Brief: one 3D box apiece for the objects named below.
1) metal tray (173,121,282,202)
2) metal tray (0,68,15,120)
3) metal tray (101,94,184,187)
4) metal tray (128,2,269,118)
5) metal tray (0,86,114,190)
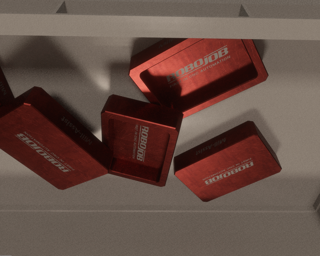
[{"bbox_3d":[0.097,0.053,0.453,0.130,0.030,0.090,-29,125,22],"label":"metal tray"},{"bbox_3d":[-0.231,-0.055,0.355,0.091,0.030,0.129,-3,130,2],"label":"metal tray"},{"bbox_3d":[-0.026,0.022,0.398,0.090,0.030,0.129,14,139,3],"label":"metal tray"},{"bbox_3d":[0.042,-0.067,0.349,0.130,0.030,0.090,-25,126,19],"label":"metal tray"},{"bbox_3d":[-0.132,0.019,0.373,0.090,0.030,0.130,-23,127,27],"label":"metal tray"}]
